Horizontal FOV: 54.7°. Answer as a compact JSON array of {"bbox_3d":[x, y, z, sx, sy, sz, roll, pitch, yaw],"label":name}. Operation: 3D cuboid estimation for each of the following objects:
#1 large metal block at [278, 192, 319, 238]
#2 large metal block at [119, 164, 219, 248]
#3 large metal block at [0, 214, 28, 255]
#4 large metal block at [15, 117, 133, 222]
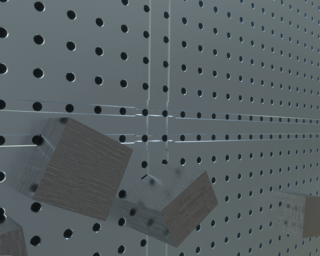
[{"bbox_3d":[0.293,0.179,0.643,0.081,0.050,0.080,12,82,-40],"label":"large metal block"},{"bbox_3d":[0.011,0.090,0.385,0.081,0.080,0.050,-35,112,-35],"label":"large metal block"},{"bbox_3d":[-0.158,0.130,0.261,0.081,0.050,0.079,-14,99,-39],"label":"large metal block"},{"bbox_3d":[-0.086,0.043,0.322,0.080,0.050,0.080,32,70,-36],"label":"large metal block"}]
